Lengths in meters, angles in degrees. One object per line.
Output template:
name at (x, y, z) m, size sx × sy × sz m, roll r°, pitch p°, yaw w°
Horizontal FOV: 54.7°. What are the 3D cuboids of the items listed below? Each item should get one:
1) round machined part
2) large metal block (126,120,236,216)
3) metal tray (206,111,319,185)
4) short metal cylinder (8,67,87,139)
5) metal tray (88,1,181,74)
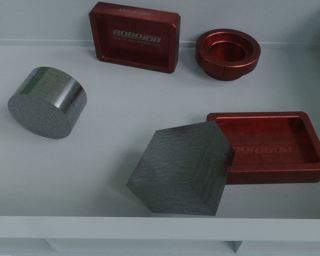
round machined part at (0.104, -0.112, 0.489) m, size 0.099 × 0.042 × 0.098 m, roll 0°, pitch 50°, yaw 0°
large metal block at (0.024, 0.043, 0.329) m, size 0.080 × 0.050 × 0.080 m, roll -10°, pitch 39°, yaw 40°
metal tray at (0.126, 0.023, 0.384) m, size 0.131 × 0.030 × 0.090 m, roll -1°, pitch 50°, yaw -2°
short metal cylinder at (-0.141, -0.031, 0.393) m, size 0.080 × 0.080 × 0.050 m, roll 10°, pitch 51°, yaw 8°
metal tray at (-0.037, -0.138, 0.477) m, size 0.131 × 0.089 × 0.030 m, roll 12°, pitch 51°, yaw 9°
